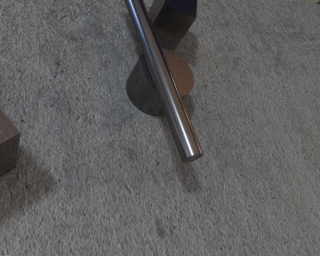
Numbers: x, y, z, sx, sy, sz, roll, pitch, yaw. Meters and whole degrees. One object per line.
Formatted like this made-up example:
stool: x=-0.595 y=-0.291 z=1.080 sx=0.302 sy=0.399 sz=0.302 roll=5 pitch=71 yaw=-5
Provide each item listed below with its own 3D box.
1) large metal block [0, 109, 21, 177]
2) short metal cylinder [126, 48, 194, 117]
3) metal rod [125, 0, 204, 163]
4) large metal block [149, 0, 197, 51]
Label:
large metal block: x=-0.173 y=0.023 z=0.261 sx=0.050 sy=0.080 sz=0.080 roll=48 pitch=51 yaw=5
short metal cylinder: x=-0.001 y=-0.063 z=0.425 sx=0.081 sy=0.050 sz=0.080 roll=13 pitch=56 yaw=-21
metal rod: x=-0.009 y=-0.098 z=0.394 sx=0.025 sy=0.025 sz=0.299 roll=-5 pitch=64 yaw=-31
large metal block: x=0.016 y=-0.178 z=0.486 sx=0.050 sy=0.080 sz=0.080 roll=19 pitch=55 yaw=-17
